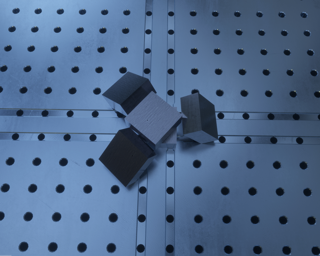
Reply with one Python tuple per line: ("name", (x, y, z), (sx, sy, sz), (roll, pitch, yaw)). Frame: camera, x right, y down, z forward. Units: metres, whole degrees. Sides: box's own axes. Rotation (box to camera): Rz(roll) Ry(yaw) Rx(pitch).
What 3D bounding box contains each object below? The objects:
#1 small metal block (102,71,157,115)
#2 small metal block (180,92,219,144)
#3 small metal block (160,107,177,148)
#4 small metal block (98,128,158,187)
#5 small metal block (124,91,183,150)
("small metal block", (-0.041, -0.046, 0.415), (0.050, 0.025, 0.050), (-45, 40, -15))
("small metal block", (0.051, -0.011, 0.400), (0.025, 0.050, 0.050), (-15, 67, 30))
("small metal block", (-0.003, -0.001, 0.412), (0.050, 0.025, 0.050), (1, 73, 0))
("small metal block", (-0.040, 0.036, 0.385), (0.050, 0.025, 0.050), (43, 113, 14))
("small metal block", (-0.008, -0.009, 0.388), (0.050, 0.025, 0.050), (40, 74, 12))
